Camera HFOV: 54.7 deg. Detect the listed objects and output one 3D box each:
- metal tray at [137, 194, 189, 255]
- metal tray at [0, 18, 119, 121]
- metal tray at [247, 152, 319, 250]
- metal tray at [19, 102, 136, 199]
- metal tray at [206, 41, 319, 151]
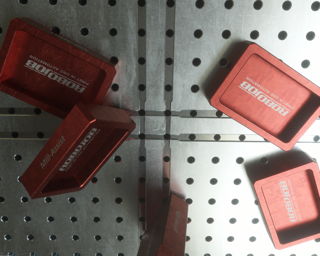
[{"bbox_3d":[0.000,0.157,0.414,0.030,0.130,0.090,31,107,-2],"label":"metal tray"},{"bbox_3d":[-0.129,-0.066,0.384,0.131,0.030,0.089,26,108,-10],"label":"metal tray"},{"bbox_3d":[0.192,0.109,0.453,0.090,0.030,0.129,-21,109,7],"label":"metal tray"},{"bbox_3d":[-0.099,0.030,0.386,0.130,0.090,0.030,-49,67,17],"label":"metal tray"},{"bbox_3d":[0.138,-0.039,0.398,0.131,0.030,0.090,30,107,-11],"label":"metal tray"}]
